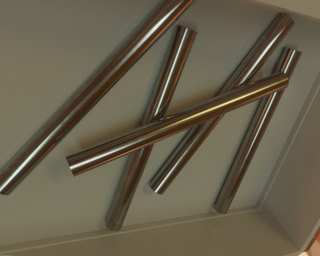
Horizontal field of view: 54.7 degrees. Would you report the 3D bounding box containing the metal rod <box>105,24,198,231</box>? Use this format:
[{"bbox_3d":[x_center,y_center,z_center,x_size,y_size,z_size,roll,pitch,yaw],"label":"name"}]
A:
[{"bbox_3d":[-0.019,0.015,0.409,0.025,0.025,0.298,8,115,-32],"label":"metal rod"}]

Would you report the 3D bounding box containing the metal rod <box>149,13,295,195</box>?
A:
[{"bbox_3d":[0.082,-0.027,0.438,0.025,0.025,0.299,29,102,-38],"label":"metal rod"}]

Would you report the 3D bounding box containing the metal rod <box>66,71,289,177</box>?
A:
[{"bbox_3d":[0.034,-0.012,0.387,0.302,0.025,0.025,-22,127,-16],"label":"metal rod"}]

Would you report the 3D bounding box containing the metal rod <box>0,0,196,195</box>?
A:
[{"bbox_3d":[-0.075,-0.039,0.343,0.300,0.025,0.025,-46,130,3],"label":"metal rod"}]

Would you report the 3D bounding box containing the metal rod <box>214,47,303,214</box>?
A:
[{"bbox_3d":[0.152,0.018,0.504,0.025,0.025,0.298,3,117,-30],"label":"metal rod"}]
